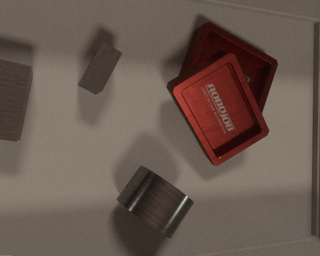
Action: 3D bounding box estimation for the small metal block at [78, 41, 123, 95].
[{"bbox_3d":[-0.073,-0.070,0.371,0.025,0.050,0.050,29,81,-18],"label":"small metal block"}]

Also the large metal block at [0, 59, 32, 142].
[{"bbox_3d":[-0.186,-0.032,0.328,0.081,0.050,0.080,11,86,-20],"label":"large metal block"}]

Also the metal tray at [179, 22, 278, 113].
[{"bbox_3d":[0.099,-0.081,0.445,0.131,0.030,0.090,22,83,-19],"label":"metal tray"}]

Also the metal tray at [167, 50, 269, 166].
[{"bbox_3d":[0.079,-0.024,0.411,0.090,0.030,0.130,-32,113,0],"label":"metal tray"}]

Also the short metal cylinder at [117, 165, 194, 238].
[{"bbox_3d":[-0.006,0.090,0.380,0.080,0.080,0.050,39,78,-16],"label":"short metal cylinder"}]
